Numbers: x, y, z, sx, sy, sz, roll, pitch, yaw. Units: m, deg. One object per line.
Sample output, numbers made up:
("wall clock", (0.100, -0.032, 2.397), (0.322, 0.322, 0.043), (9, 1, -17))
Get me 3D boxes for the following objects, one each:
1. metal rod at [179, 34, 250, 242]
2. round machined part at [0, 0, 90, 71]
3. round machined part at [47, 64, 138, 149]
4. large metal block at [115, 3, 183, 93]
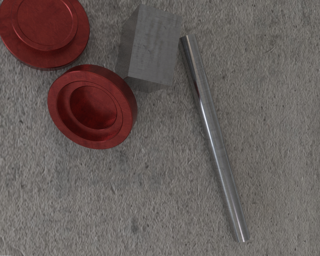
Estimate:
("metal rod", (0.078, 0.018, 0.437), (0.025, 0.025, 0.298), (-18, 96, -19))
("round machined part", (-0.130, -0.117, 0.352), (0.099, 0.042, 0.097), (0, 90, -20))
("round machined part", (-0.073, -0.027, 0.355), (0.098, 0.042, 0.097), (6, 122, 10))
("large metal block", (-0.018, -0.090, 0.373), (0.050, 0.080, 0.080), (10, 87, -20))
